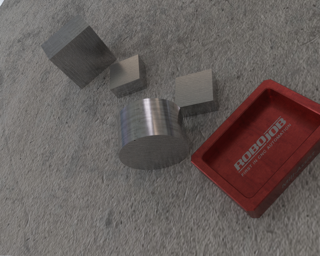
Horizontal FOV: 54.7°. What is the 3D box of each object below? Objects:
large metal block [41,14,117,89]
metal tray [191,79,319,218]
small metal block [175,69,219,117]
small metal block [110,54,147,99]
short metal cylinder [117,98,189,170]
[{"bbox_3d":[-0.133,-0.126,0.516,0.080,0.080,0.050,-41,51,0],"label":"large metal block"},{"bbox_3d":[0.109,0.018,0.332,0.130,0.030,0.090,-46,51,-4],"label":"metal tray"},{"bbox_3d":[0.048,-0.045,0.406,0.050,0.025,0.050,-11,57,22],"label":"small metal block"},{"bbox_3d":[-0.049,-0.079,0.479,0.050,0.025,0.050,-18,55,18],"label":"small metal block"},{"bbox_3d":[-0.009,0.009,0.368,0.080,0.080,0.050,-20,54,17],"label":"short metal cylinder"}]
